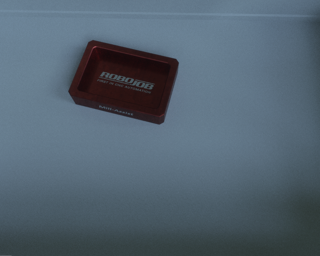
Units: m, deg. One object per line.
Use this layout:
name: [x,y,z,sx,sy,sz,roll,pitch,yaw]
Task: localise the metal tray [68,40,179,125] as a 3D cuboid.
metal tray: [-0.048,-0.064,0.429,0.131,0.030,0.090,14,70,4]
